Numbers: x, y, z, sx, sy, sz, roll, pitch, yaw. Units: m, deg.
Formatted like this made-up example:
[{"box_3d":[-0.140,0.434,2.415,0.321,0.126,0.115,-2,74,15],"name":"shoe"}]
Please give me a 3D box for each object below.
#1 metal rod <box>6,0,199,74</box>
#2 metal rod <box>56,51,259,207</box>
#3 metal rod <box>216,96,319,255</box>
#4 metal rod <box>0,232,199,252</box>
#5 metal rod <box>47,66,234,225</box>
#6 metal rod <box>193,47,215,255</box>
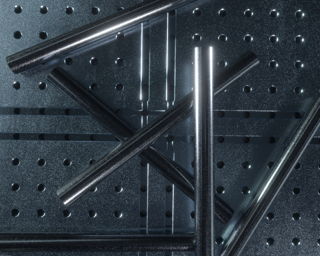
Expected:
[{"box_3d":[-0.057,-0.140,0.412,0.301,0.025,0.025,-22,90,0],"name":"metal rod"},{"box_3d":[0.004,-0.004,0.392,0.301,0.025,0.025,-36,90,-8],"name":"metal rod"},{"box_3d":[0.140,0.091,0.414,0.025,0.025,0.299,32,90,0],"name":"metal rod"},{"box_3d":[-0.097,0.151,0.412,0.302,0.025,0.025,0,90,0],"name":"metal rod"},{"box_3d":[-0.025,0.023,0.413,0.300,0.025,0.025,40,90,0],"name":"metal rod"},{"box_3d":[0.054,0.054,0.381,0.025,0.025,0.298,-1,94,0],"name":"metal rod"}]
